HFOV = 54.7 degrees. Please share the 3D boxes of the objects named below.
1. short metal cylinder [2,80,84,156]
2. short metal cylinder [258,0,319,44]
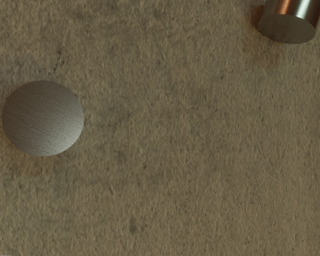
[{"bbox_3d":[-0.130,-0.010,0.348,0.081,0.050,0.079,0,90,-21],"label":"short metal cylinder"},{"bbox_3d":[0.191,-0.165,0.452,0.080,0.080,0.050,22,83,-19],"label":"short metal cylinder"}]
